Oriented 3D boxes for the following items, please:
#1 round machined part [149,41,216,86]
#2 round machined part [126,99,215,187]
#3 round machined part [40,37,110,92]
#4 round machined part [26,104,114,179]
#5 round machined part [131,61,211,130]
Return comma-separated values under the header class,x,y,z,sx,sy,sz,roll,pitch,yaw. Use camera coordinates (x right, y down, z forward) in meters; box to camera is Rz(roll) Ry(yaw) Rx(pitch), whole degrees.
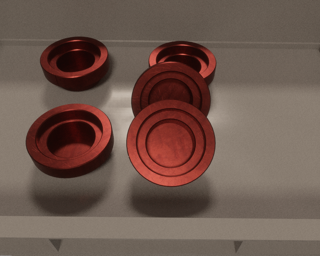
class,x,y,z,sx,sy,sz,roll,pitch,yaw
round machined part,0.033,-0.085,0.466,0.099,0.042,0.098,0,50,0
round machined part,0.012,0.019,0.361,0.099,0.042,0.097,0,80,-1
round machined part,-0.126,-0.093,0.471,0.099,0.042,0.098,0,50,0
round machined part,-0.105,0.019,0.376,0.099,0.042,0.098,0,50,0
round machined part,0.013,-0.037,0.402,0.099,0.097,0.042,-2,15,-2
